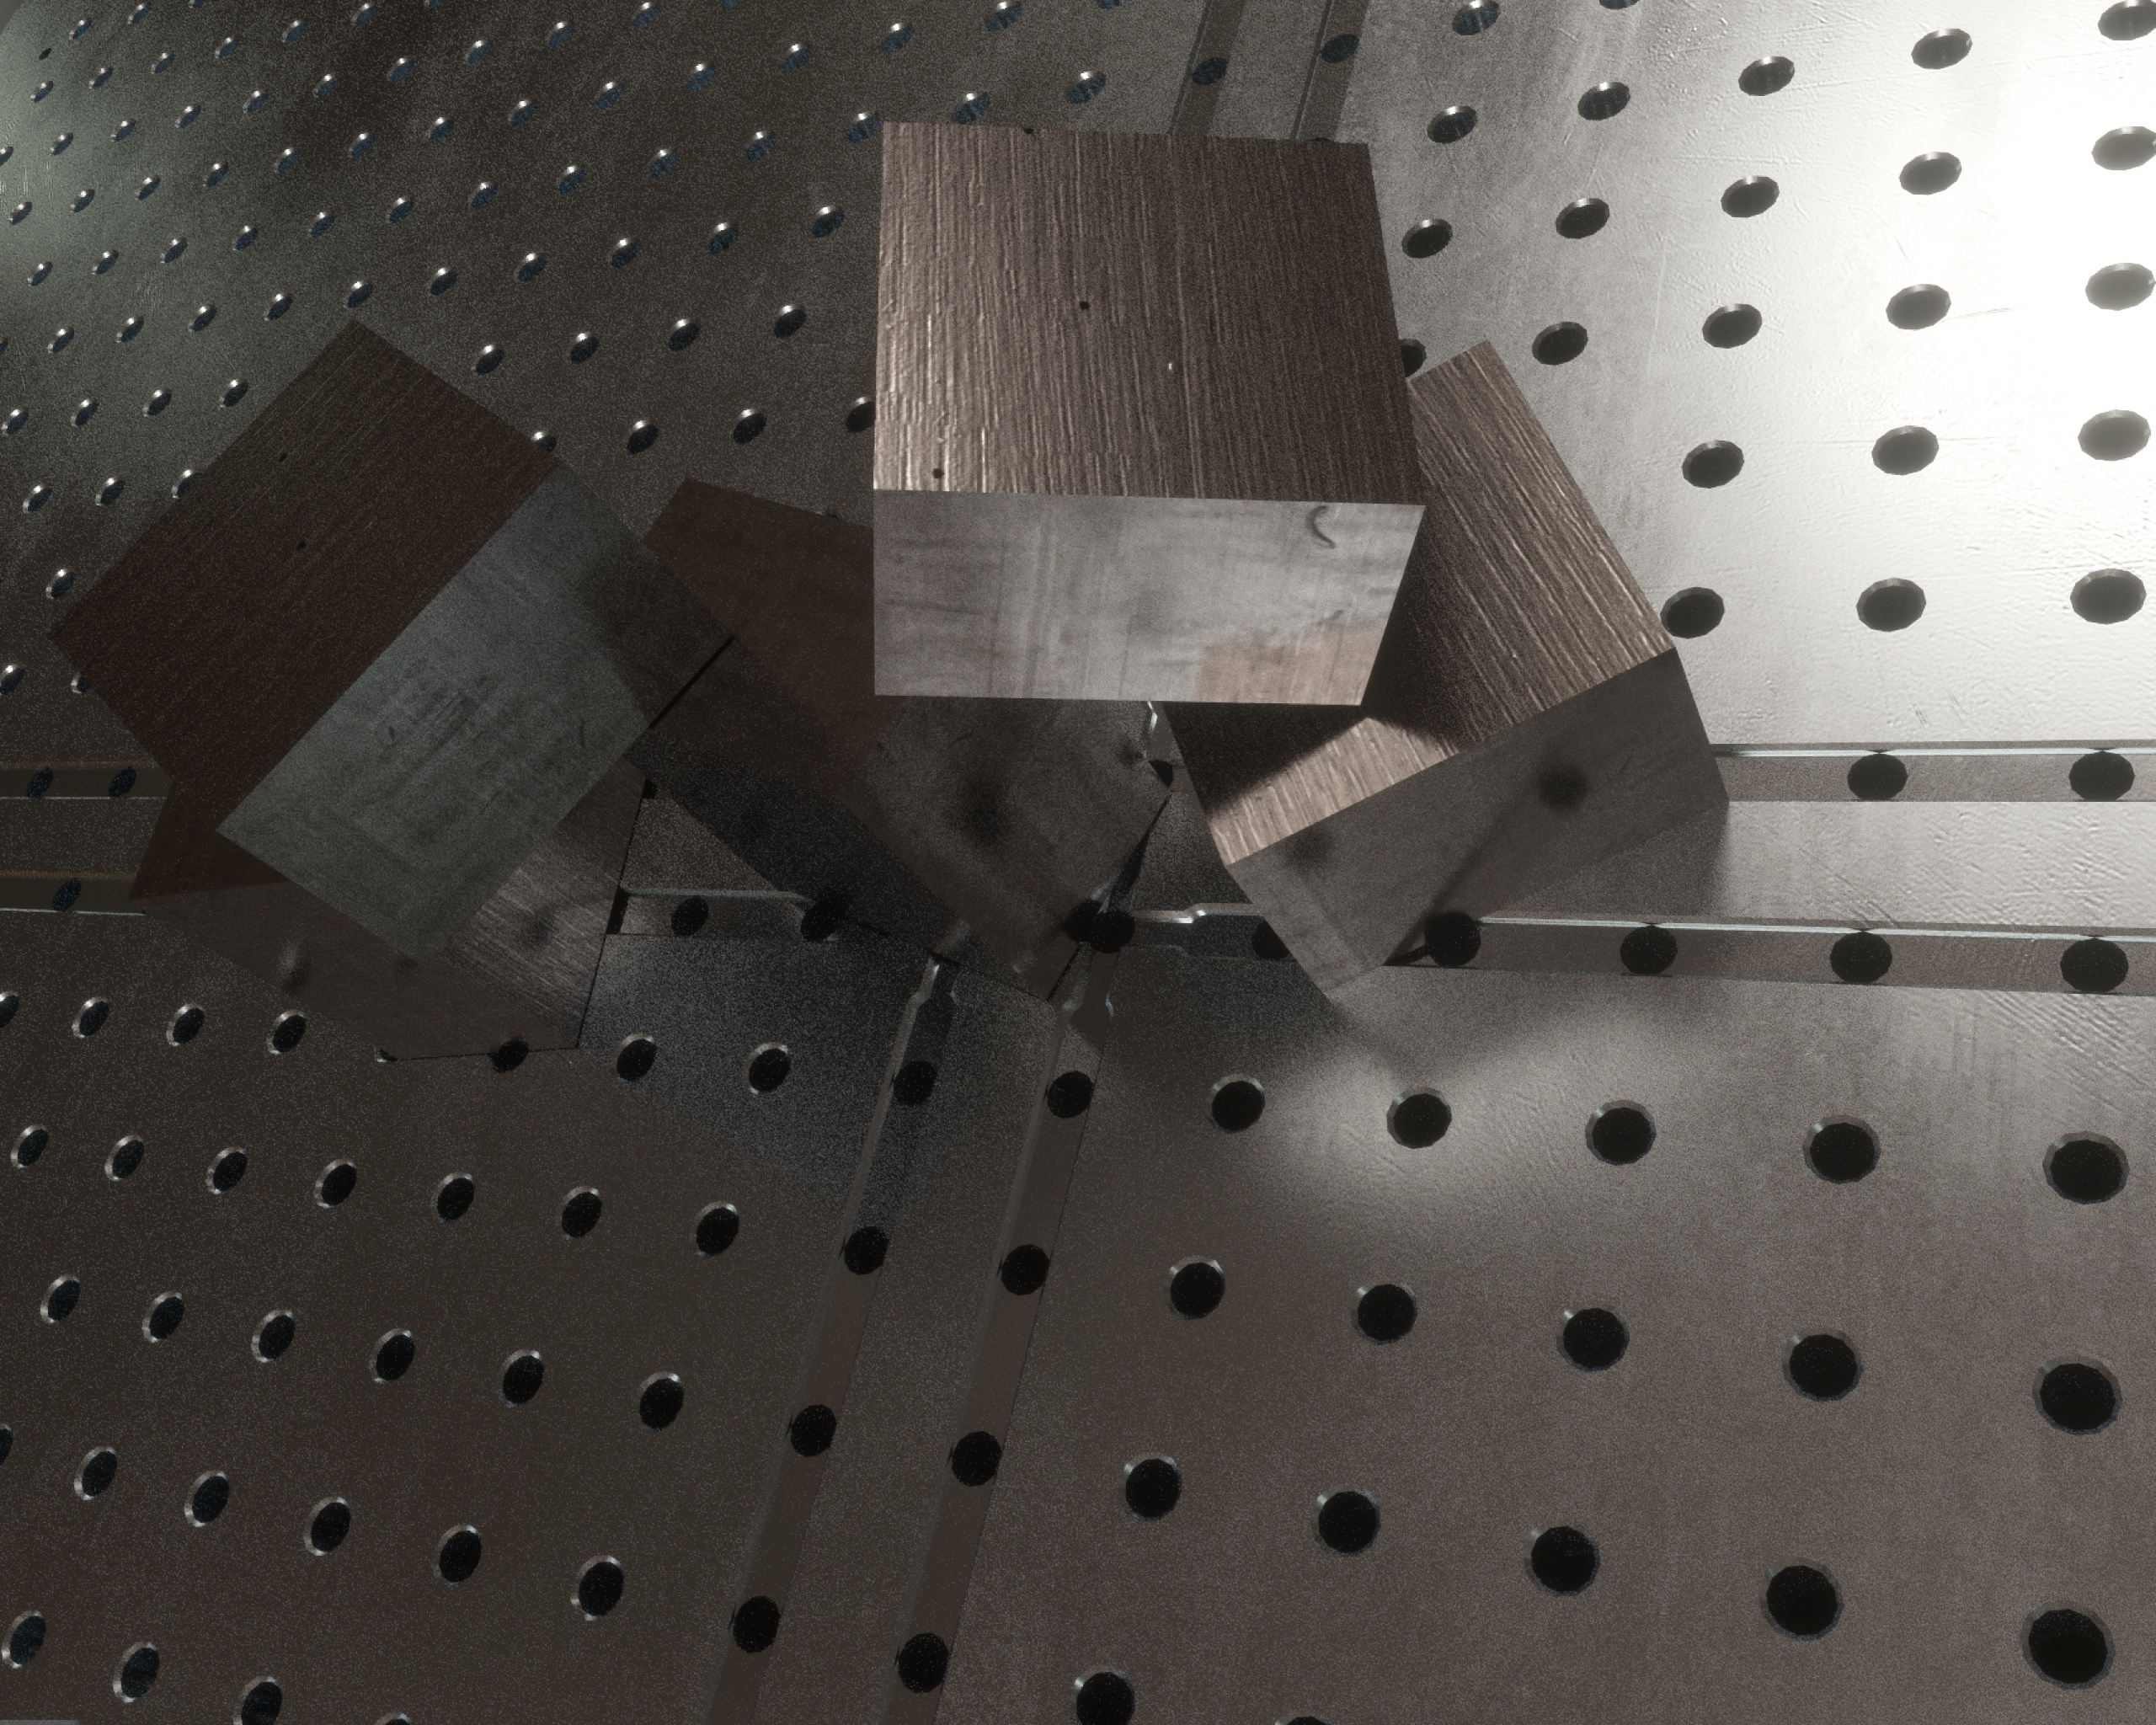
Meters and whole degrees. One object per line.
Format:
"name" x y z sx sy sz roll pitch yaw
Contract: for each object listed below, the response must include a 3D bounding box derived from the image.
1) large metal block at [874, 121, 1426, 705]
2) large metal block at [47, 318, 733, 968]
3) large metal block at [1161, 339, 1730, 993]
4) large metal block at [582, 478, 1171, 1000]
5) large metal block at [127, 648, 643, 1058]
"large metal block" 0.008 -0.074 0.344 0.081 0.050 0.080 1 58 -5
"large metal block" -0.124 -0.041 0.377 0.080 0.050 0.080 -49 51 -7
"large metal block" 0.060 -0.035 0.382 0.080 0.050 0.080 -27 53 11
"large metal block" -0.041 -0.024 0.407 0.080 0.080 0.050 20 73 35
"large metal block" -0.144 -0.011 0.452 0.050 0.080 0.080 -6 59 25
